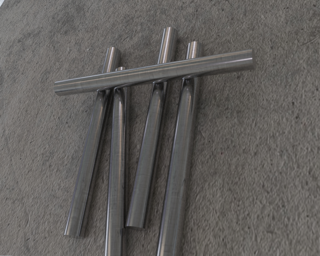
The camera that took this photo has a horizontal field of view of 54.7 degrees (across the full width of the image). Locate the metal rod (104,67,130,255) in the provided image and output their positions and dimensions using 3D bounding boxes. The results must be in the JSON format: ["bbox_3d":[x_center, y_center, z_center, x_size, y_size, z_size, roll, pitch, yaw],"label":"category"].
[{"bbox_3d":[-0.054,0.039,0.408,0.025,0.025,0.299,-15,55,20],"label":"metal rod"}]

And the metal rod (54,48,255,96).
[{"bbox_3d":[-0.025,-0.072,0.427,0.300,0.025,0.025,-4,60,26],"label":"metal rod"}]

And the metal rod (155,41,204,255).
[{"bbox_3d":[0.028,0.015,0.379,0.025,0.025,0.300,-4,59,26],"label":"metal rod"}]

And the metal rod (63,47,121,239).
[{"bbox_3d":[-0.092,0.002,0.450,0.025,0.025,0.299,-8,58,24],"label":"metal rod"}]

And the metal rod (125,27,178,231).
[{"bbox_3d":[-0.005,-0.018,0.417,0.025,0.025,0.300,-5,59,26],"label":"metal rod"}]
